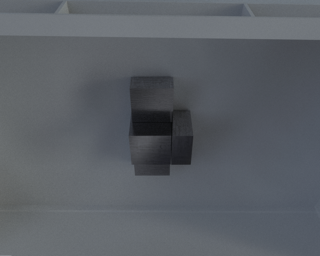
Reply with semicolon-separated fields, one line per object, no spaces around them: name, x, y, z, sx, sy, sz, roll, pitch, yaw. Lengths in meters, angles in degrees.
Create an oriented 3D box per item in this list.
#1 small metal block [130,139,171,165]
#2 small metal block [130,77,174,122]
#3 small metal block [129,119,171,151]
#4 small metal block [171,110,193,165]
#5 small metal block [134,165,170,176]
small metal block;-0.011;0.021;0.408;0.050;0.050;0.025;0;130;0
small metal block;-0.009;-0.034;0.377;0.050;0.025;0.050;0;130;0
small metal block;-0.012;0.003;0.392;0.050;0.050;0.025;0;130;0
small metal block;0.027;0.012;0.401;0.025;0.050;0.050;0;130;0
small metal block;-0.011;0.042;0.442;0.050;0.025;0.050;0;130;0
